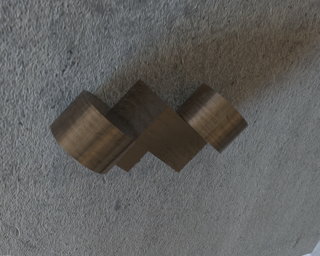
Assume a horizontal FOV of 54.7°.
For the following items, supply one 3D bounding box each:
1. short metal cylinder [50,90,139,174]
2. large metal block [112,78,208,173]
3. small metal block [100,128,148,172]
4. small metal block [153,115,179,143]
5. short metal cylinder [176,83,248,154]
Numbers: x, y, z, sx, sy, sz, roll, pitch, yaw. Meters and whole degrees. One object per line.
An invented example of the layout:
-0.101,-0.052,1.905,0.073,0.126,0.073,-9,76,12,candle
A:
-0.070,0.004,0.337,0.050,0.080,0.080,-46,129,4,short metal cylinder
-0.002,-0.004,0.371,0.050,0.080,0.080,-47,130,4,large metal block
-0.045,0.022,0.398,0.050,0.025,0.050,-46,129,4,small metal block
0.026,0.016,0.433,0.050,0.025,0.050,-46,129,4,small metal block
0.066,-0.012,0.402,0.050,0.080,0.080,-46,129,4,short metal cylinder
